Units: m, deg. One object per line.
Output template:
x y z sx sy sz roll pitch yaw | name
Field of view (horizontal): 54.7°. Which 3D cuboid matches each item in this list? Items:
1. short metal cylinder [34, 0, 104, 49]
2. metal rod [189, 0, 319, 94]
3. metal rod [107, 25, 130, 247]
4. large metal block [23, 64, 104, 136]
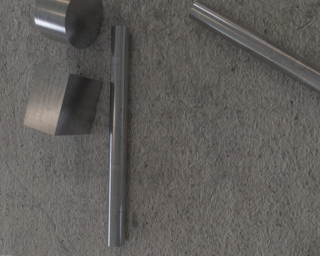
-0.122 -0.154 0.423 0.050 0.080 0.080 21 97 19 | short metal cylinder
0.161 -0.065 0.352 0.300 0.025 0.025 36 102 16 | metal rod
-0.058 0.011 0.429 0.025 0.025 0.298 1 90 20 | metal rod
-0.129 -0.036 0.425 0.050 0.080 0.080 18 96 19 | large metal block
